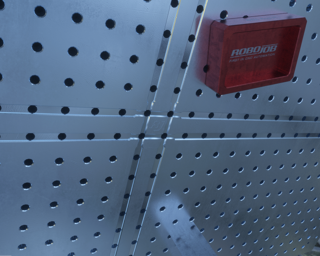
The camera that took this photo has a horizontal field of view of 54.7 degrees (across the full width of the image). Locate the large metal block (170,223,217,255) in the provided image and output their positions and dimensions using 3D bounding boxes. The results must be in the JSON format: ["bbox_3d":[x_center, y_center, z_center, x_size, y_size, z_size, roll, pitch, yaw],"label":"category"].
[{"bbox_3d":[0.062,0.234,0.554,0.050,0.080,0.080,-21,127,-16],"label":"large metal block"}]

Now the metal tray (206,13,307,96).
[{"bbox_3d":[0.128,-0.100,0.415,0.131,0.030,0.089,-13,124,-21],"label":"metal tray"}]
